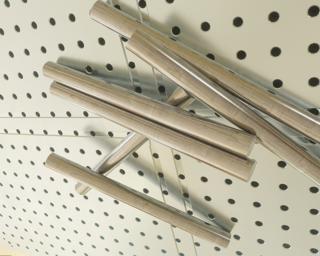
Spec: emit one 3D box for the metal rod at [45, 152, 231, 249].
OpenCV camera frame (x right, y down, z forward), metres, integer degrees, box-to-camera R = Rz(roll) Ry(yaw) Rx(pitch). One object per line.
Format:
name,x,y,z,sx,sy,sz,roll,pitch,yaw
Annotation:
metal rod,-0.036,0.110,0.476,0.301,0.025,0.025,23,127,5

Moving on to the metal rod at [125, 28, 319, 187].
metal rod,0.094,-0.008,0.334,0.301,0.025,0.025,35,129,-4

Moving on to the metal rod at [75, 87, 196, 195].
metal rod,-0.052,0.031,0.458,0.025,0.025,0.299,46,129,-4

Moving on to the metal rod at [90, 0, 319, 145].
metal rod,0.054,-0.063,0.343,0.301,0.025,0.025,30,128,8

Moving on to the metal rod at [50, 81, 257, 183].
metal rod,-0.028,-0.006,0.391,0.300,0.025,0.025,23,127,26

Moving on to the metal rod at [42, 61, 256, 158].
metal rod,-0.032,-0.032,0.382,0.300,0.025,0.025,22,127,24
